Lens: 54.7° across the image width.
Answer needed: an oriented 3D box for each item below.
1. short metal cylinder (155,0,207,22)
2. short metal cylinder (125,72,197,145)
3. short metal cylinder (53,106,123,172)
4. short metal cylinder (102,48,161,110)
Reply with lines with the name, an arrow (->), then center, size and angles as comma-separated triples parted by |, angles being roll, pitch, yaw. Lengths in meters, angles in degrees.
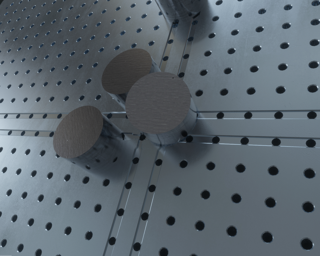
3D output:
short metal cylinder -> 0.031, -0.223, 0.511 | 0.080, 0.050, 0.080 | -13, 56, 20
short metal cylinder -> 0.003, -0.024, 0.391 | 0.080, 0.050, 0.080 | -4, 72, 13
short metal cylinder -> -0.100, 0.016, 0.433 | 0.080, 0.050, 0.080 | -13, 56, 20
short metal cylinder -> -0.037, -0.069, 0.452 | 0.080, 0.050, 0.080 | -13, 56, 21
